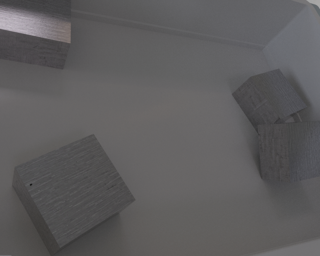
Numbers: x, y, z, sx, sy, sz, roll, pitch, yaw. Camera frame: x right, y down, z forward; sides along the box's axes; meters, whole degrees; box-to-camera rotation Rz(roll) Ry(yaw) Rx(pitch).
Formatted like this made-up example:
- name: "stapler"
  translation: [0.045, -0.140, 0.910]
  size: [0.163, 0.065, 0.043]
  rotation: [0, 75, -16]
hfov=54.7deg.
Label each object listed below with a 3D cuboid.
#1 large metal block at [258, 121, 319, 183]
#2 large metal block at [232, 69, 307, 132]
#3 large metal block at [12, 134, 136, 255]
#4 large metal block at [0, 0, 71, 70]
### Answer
- name: "large metal block"
  translation: [0.194, 0.032, 0.455]
  size: [0.081, 0.050, 0.080]
  rotation: [-4, 90, -30]
- name: "large metal block"
  translation: [0.181, -0.046, 0.515]
  size: [0.081, 0.050, 0.080]
  rotation: [-19, 72, -35]
- name: "large metal block"
  translation: [-0.085, 0.064, 0.305]
  size: [0.081, 0.050, 0.080]
  rotation: [-26, 76, -37]
- name: "large metal block"
  translation: [-0.156, -0.126, 0.382]
  size: [0.081, 0.050, 0.080]
  rotation: [6, 59, -25]
